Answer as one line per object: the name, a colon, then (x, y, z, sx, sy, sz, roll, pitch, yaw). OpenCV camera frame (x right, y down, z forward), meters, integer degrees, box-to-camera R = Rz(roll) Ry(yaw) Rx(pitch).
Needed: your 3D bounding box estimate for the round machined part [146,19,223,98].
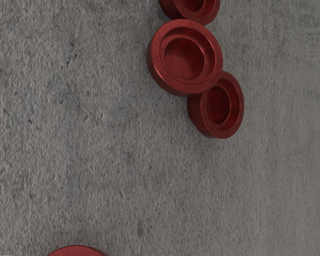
round machined part: (0.028, -0.087, 0.403, 0.099, 0.042, 0.098, 4, 79, -20)

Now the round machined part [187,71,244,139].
round machined part: (0.078, -0.033, 0.459, 0.099, 0.042, 0.097, 0, 90, -40)

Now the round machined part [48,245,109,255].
round machined part: (-0.083, 0.159, 0.285, 0.042, 0.098, 0.098, 71, 41, -64)

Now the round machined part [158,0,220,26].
round machined part: (0.035, -0.184, 0.422, 0.099, 0.042, 0.097, 0, 90, -40)
